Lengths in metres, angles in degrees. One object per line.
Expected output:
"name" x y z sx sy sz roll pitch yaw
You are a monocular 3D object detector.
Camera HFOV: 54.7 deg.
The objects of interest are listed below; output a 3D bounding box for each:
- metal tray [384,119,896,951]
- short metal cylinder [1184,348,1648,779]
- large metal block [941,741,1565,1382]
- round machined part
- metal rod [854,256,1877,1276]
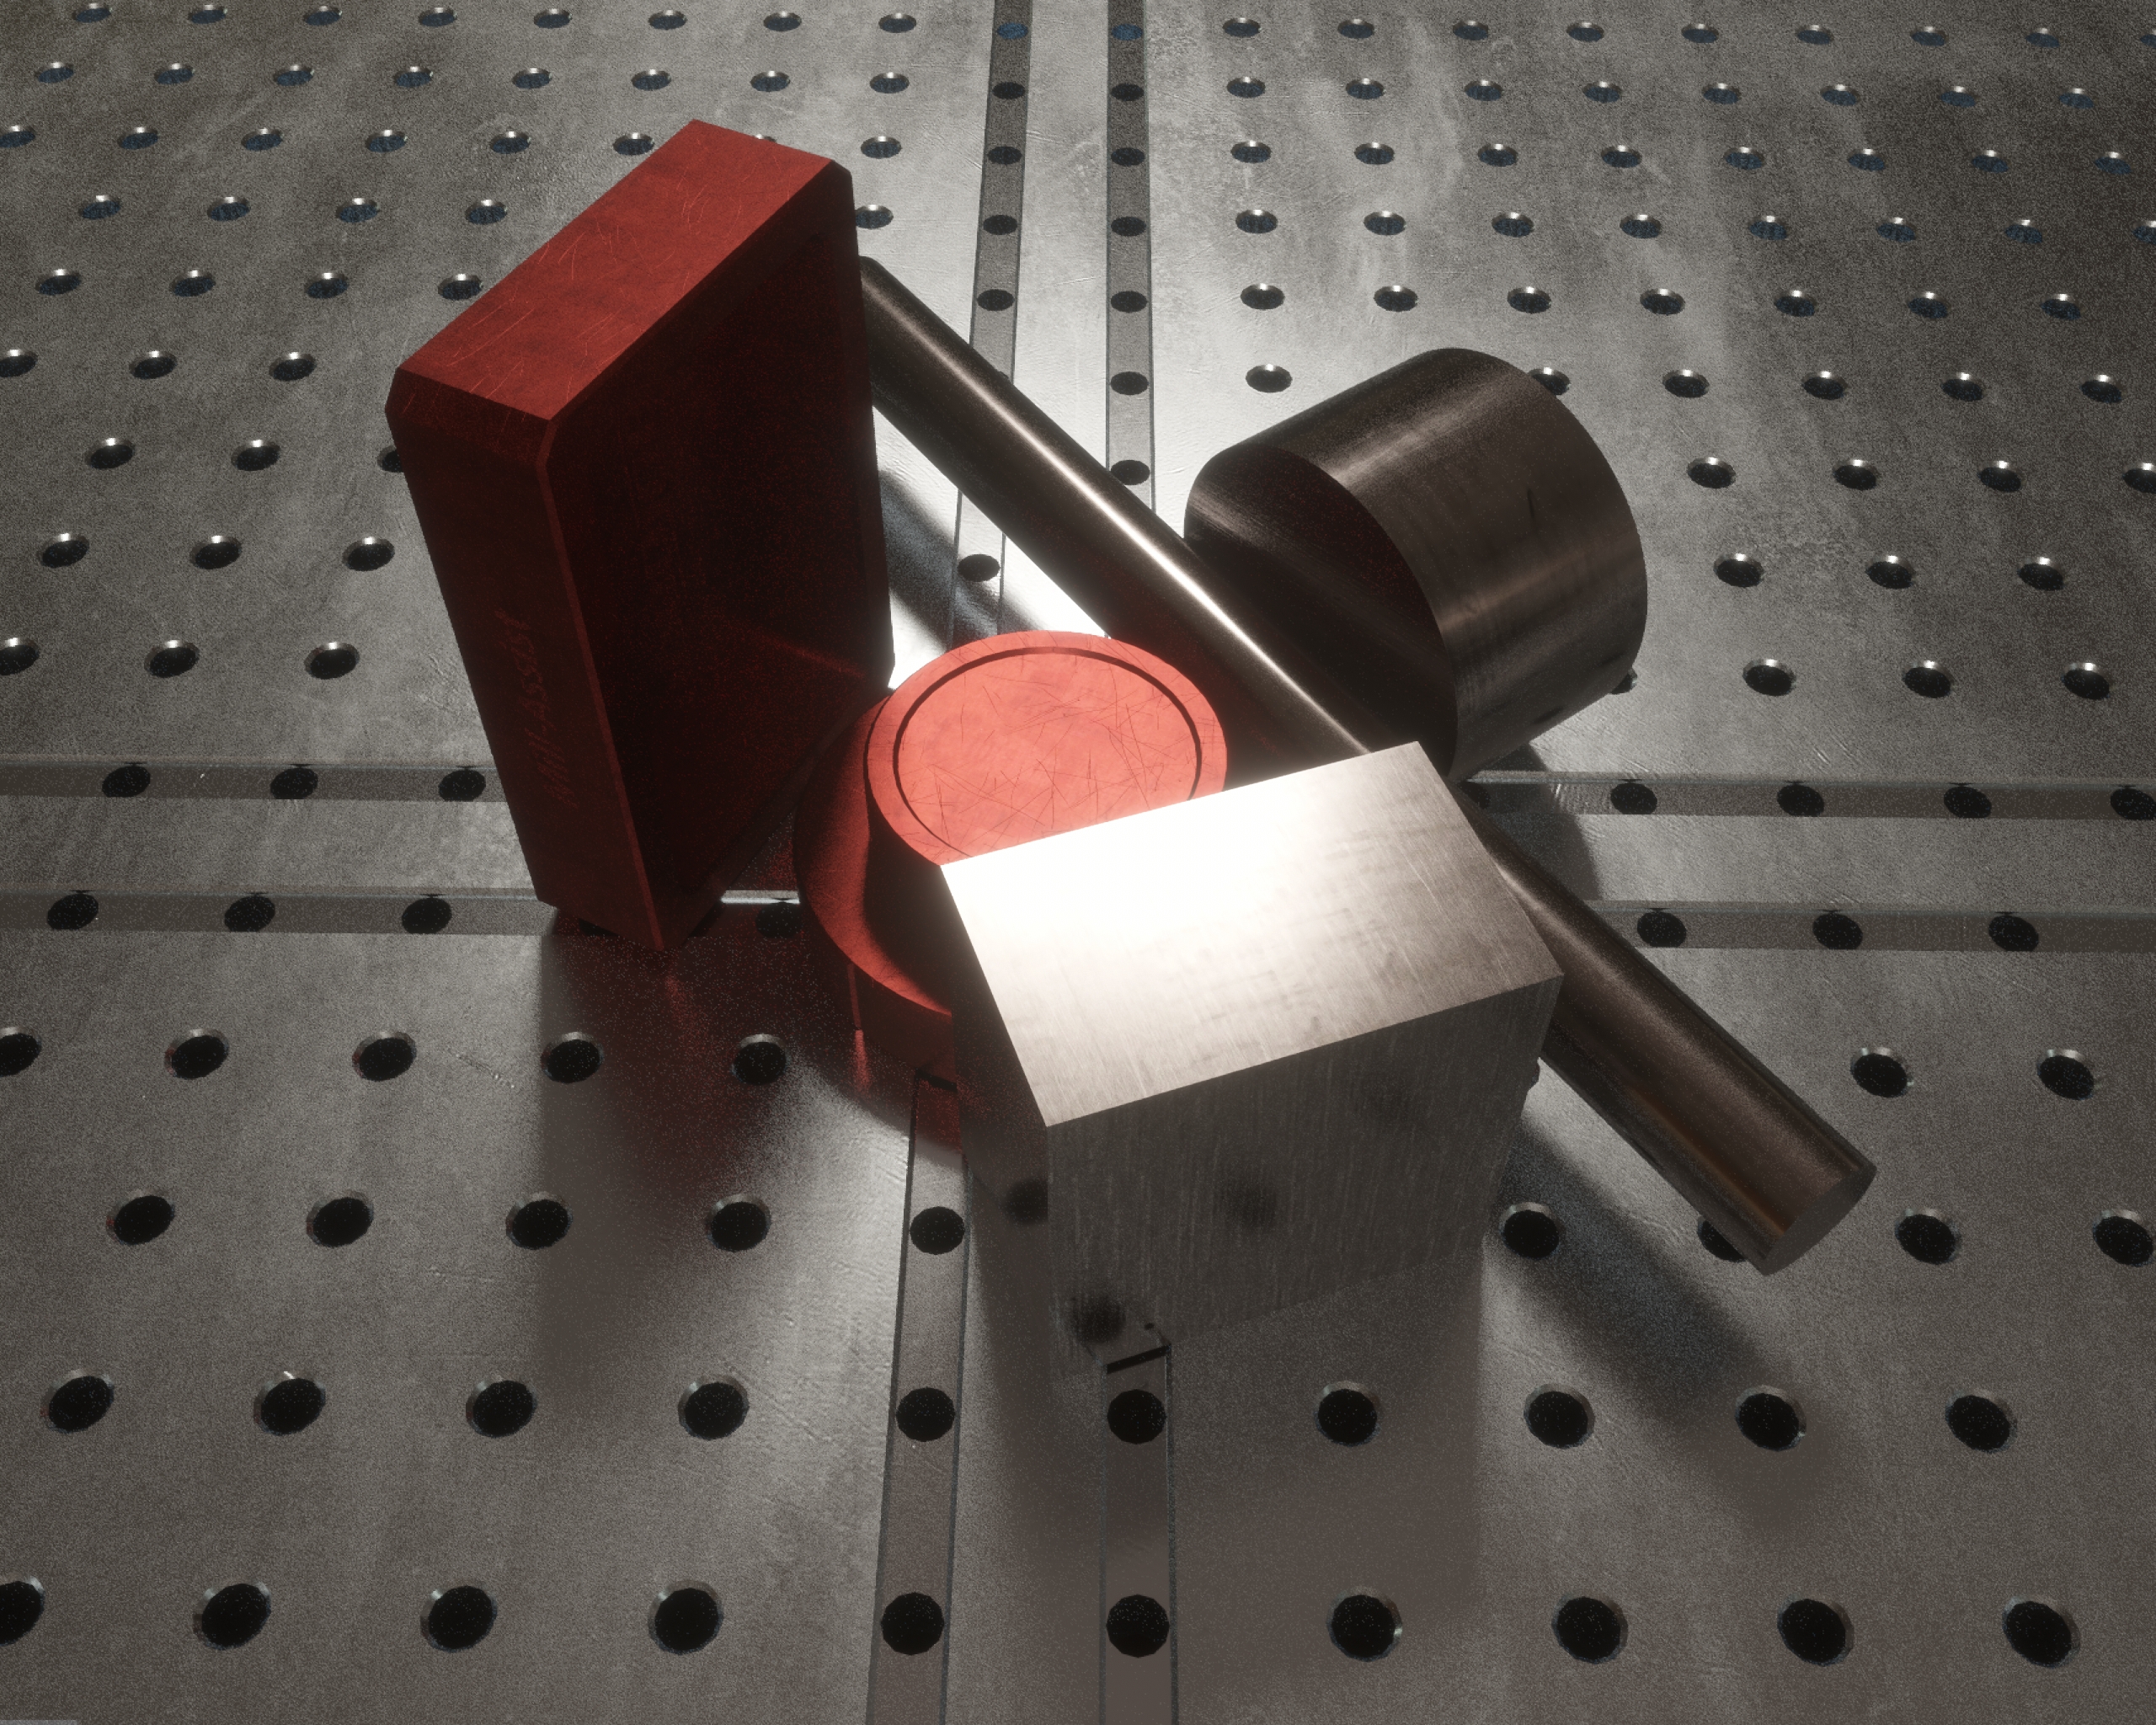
"metal tray" -0.073 -0.056 0.386 0.030 0.129 0.090 22 53 17
"short metal cylinder" 0.066 -0.056 0.418 0.050 0.080 0.080 -30 57 -23
"large metal block" 0.025 0.034 0.344 0.081 0.080 0.050 -15 52 -13
"round machined part" -0.006 -0.007 0.402 0.099 0.042 0.098 0 50 0
"metal rod" 0.032 -0.037 0.411 0.025 0.025 0.300 -28 56 -22
